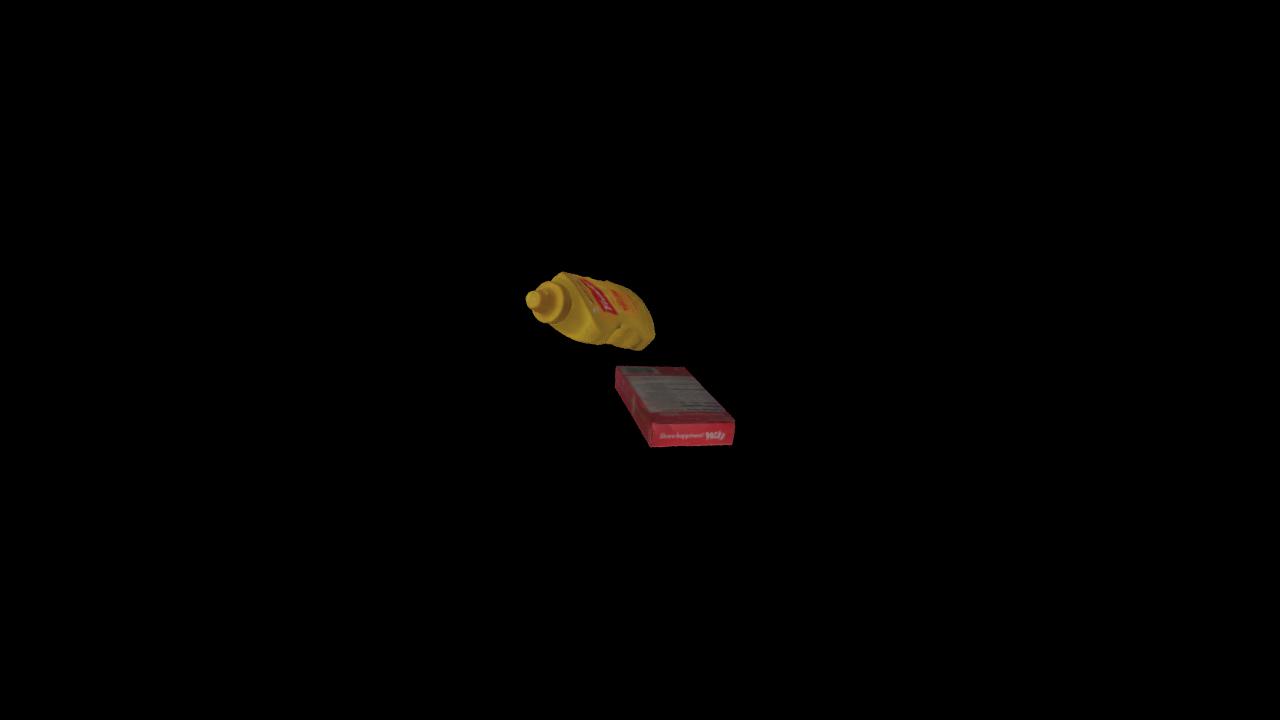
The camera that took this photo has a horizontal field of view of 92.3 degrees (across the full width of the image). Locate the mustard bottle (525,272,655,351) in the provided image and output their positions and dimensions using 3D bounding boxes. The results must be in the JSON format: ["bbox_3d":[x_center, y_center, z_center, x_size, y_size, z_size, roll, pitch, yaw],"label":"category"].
[{"bbox_3d":[-0.058,-0.055,0.673,0.054,0.092,0.184,-37,-20,24],"label":"mustard bottle"}]

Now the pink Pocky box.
[{"bbox_3d":[0.030,0.044,0.634,0.084,0.029,0.155,0,19,-16],"label":"pink Pocky box"}]
